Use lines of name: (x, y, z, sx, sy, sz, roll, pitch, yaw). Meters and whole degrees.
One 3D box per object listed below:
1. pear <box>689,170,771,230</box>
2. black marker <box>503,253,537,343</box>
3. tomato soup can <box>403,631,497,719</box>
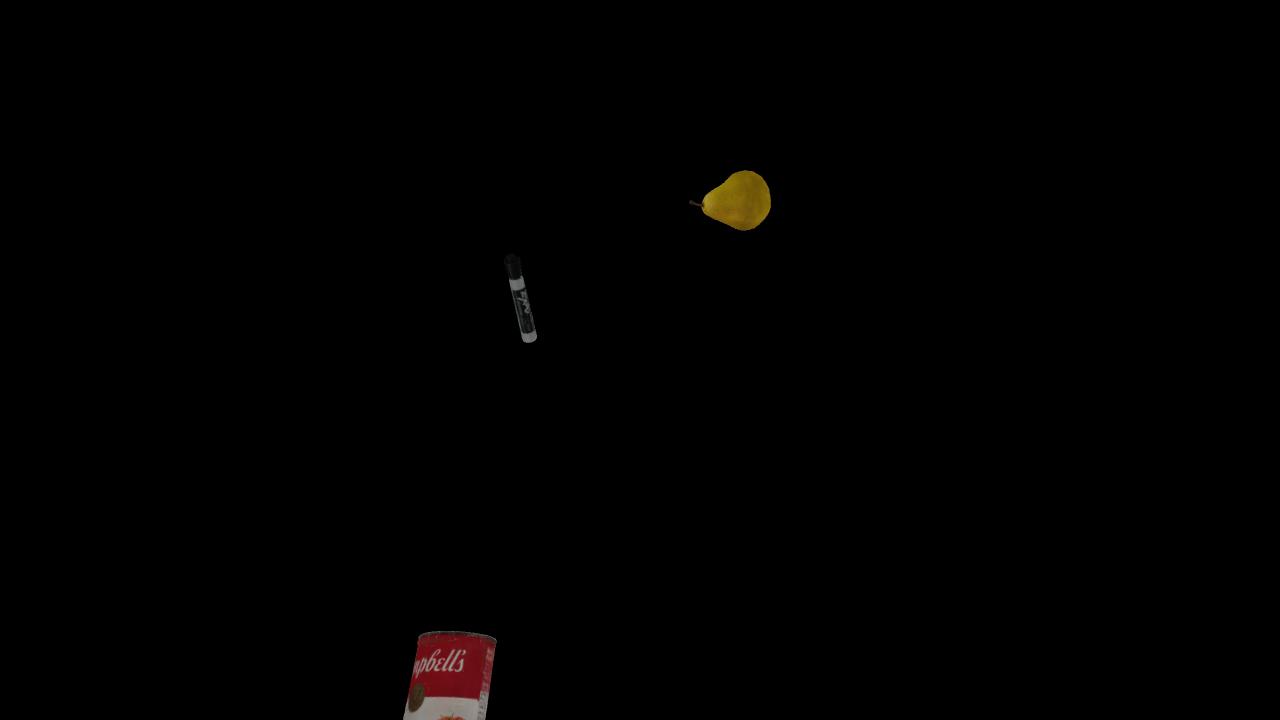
pear: (0.123, -0.212, 0.843, 0.111, 0.080, 0.080, -21, 6, -15)
black marker: (-0.141, -0.072, 0.728, 0.020, 0.121, 0.020, -3, 41, 2)
tomato soup can: (-0.161, 0.287, 0.513, 0.068, 0.101, 0.068, 1, -34, 0)
